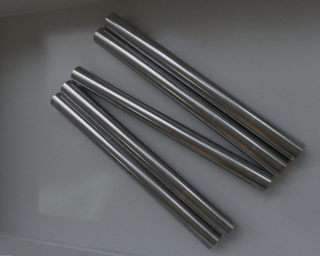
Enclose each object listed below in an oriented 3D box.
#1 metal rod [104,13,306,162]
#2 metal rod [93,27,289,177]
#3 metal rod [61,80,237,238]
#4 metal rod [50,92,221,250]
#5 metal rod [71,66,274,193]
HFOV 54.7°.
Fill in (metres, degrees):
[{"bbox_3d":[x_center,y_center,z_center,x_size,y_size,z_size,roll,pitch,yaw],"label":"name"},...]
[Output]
[{"bbox_3d":[0.045,-0.061,0.393,0.300,0.025,0.025,38,102,16],"label":"metal rod"},{"bbox_3d":[0.028,-0.042,0.399,0.300,0.025,0.025,38,102,16],"label":"metal rod"},{"bbox_3d":[-0.025,0.032,0.418,0.300,0.025,0.025,40,103,15],"label":"metal rod"},{"bbox_3d":[-0.042,0.049,0.424,0.300,0.025,0.025,40,103,15],"label":"metal rod"},{"bbox_3d":[0.003,-0.006,0.408,0.300,0.025,0.025,30,100,17],"label":"metal rod"}]
